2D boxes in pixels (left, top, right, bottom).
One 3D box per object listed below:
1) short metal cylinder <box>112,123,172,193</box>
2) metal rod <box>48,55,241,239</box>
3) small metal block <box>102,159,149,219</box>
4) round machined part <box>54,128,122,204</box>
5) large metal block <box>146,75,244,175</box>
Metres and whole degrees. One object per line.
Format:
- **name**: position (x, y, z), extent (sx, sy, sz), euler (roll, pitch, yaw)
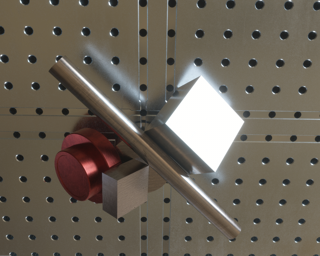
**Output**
- **short metal cylinder**: position (-0.024, 0.039, 0.410), extent (0.081, 0.050, 0.079), euler (0, 110, 0)
- **metal rod**: position (-0.006, 0.033, 0.368), extent (0.025, 0.025, 0.300), euler (-42, 105, 14)
- **small metal block**: position (-0.040, 0.070, 0.366), extent (0.025, 0.050, 0.050), euler (19, 116, 36)
- **round machined part**: position (-0.095, 0.052, 0.391), extent (0.098, 0.042, 0.097), euler (18, 120, 34)
- **large metal block**: position (0.042, -0.002, 0.373), extent (0.080, 0.050, 0.080), euler (44, 61, -15)
